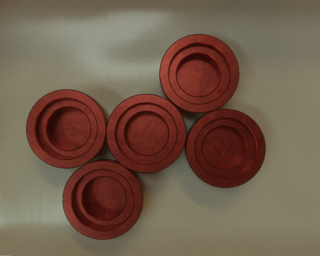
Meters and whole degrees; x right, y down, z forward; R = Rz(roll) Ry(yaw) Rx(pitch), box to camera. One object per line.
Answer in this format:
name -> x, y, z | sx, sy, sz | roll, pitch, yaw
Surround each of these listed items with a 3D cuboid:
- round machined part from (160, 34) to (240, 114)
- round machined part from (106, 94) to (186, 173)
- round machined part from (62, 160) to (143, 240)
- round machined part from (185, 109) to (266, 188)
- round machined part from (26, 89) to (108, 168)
round machined part -> 0.049, -0.067, 0.401 | 0.099, 0.042, 0.097 | 0, 90, 0
round machined part -> -0.017, 0.007, 0.399 | 0.099, 0.042, 0.097 | 0, 90, 0
round machined part -> -0.070, 0.088, 0.399 | 0.099, 0.042, 0.097 | 0, 90, 0
round machined part -> 0.081, 0.025, 0.401 | 0.099, 0.042, 0.097 | 0, 90, 0
round machined part -> -0.115, 0.001, 0.400 | 0.099, 0.042, 0.097 | 0, 90, 0
